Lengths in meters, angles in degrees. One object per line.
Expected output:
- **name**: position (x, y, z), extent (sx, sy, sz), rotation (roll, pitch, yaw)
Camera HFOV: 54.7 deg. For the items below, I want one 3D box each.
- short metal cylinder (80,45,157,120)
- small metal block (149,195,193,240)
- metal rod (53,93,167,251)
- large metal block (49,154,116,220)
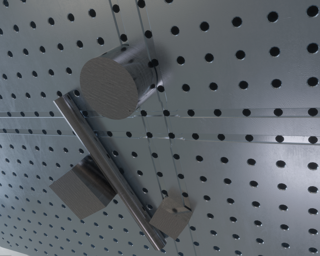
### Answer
- **short metal cylinder**: position (-0.051, -0.057, 0.387), extent (0.080, 0.050, 0.079), rotation (13, 124, 21)
- **small metal block**: position (0.017, 0.142, 0.491), extent (0.050, 0.025, 0.050), rotation (31, 128, 8)
- **metal rod**: position (-0.074, 0.078, 0.498), extent (0.025, 0.025, 0.299), rotation (-20, 108, 35)
- **large metal block**: position (-0.126, 0.099, 0.523), extent (0.080, 0.050, 0.080), rotation (-34, 100, 38)
